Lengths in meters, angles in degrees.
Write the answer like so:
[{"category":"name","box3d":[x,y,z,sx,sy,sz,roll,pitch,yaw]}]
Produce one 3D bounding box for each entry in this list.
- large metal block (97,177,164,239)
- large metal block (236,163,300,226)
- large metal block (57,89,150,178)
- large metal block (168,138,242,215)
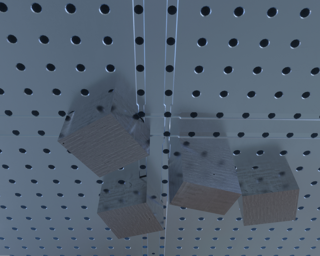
[{"category":"large metal block","box3d":[-0.045,0.132,0.507,0.080,0.050,0.080,-15,129,12]},{"category":"large metal block","box3d":[0.167,0.106,0.489,0.080,0.050,0.080,-9,130,7]},{"category":"large metal block","box3d":[-0.069,0.009,0.402,0.080,0.050,0.080,-26,126,20]},{"category":"large metal block","box3d":[0.059,0.067,0.434,0.081,0.080,0.050,14,129,-12]}]
